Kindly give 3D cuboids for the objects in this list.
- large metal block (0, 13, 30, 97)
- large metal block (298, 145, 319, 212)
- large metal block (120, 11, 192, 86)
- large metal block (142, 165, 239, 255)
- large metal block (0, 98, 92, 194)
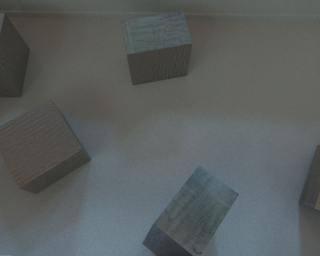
[{"bbox_3d":[-0.221,-0.094,0.413,0.050,0.080,0.080,1,70,0],"label":"large metal block"},{"bbox_3d":[0.224,0.069,0.364,0.080,0.050,0.080,20,83,7],"label":"large metal block"},{"bbox_3d":[-0.005,-0.105,0.418,0.081,0.080,0.050,-11,71,-4],"label":"large metal block"},{"bbox_3d":[0.030,0.099,0.334,0.050,0.080,0.080,36,57,12],"label":"large metal block"},{"bbox_3d":[-0.146,0.024,0.387,0.080,0.050,0.080,-33,73,-11],"label":"large metal block"}]
